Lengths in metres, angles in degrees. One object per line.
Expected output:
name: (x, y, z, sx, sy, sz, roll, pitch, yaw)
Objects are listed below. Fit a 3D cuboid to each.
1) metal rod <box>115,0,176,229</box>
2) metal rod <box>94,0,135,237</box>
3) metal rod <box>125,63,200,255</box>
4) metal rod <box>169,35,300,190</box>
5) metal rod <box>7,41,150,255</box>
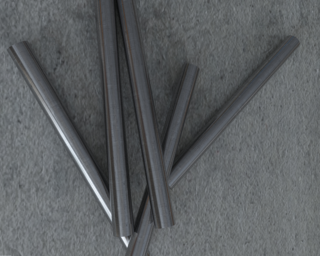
metal rod: (-0.021, -0.033, 0.375, 0.025, 0.025, 0.298, -8, 83, -20)
metal rod: (-0.056, -0.024, 0.374, 0.025, 0.025, 0.298, -4, 86, -20)
metal rod: (0.000, 0.057, 0.393, 0.025, 0.025, 0.299, 21, 76, -19)
metal rod: (0.108, -0.031, 0.450, 0.301, 0.025, 0.025, -46, 105, -14)
metal rod: (-0.092, 0.038, 0.375, 0.025, 0.025, 0.299, -31, 100, -18)
